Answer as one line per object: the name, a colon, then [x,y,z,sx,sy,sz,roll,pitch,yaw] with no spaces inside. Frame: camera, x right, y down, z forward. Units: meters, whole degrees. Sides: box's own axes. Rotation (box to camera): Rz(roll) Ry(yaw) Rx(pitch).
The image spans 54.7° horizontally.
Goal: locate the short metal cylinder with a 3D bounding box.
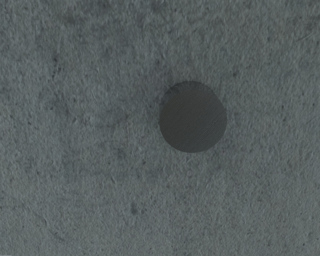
short metal cylinder: [0.040,-0.015,0.392,0.081,0.050,0.079,0,110,-1]
